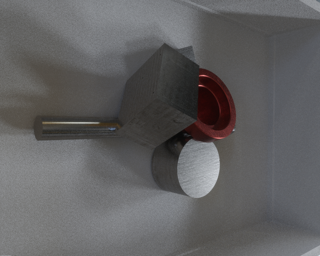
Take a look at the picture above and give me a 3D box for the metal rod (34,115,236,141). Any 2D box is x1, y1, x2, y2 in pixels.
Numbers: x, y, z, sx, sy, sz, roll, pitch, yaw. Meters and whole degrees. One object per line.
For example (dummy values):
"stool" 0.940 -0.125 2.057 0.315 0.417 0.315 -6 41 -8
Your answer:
"metal rod" -0.004 -0.001 0.401 0.302 0.025 0.025 0 90 -40

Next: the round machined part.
"round machined part" 0.054 -0.027 0.416 0.099 0.042 0.098 16 63 -34

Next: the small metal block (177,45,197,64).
"small metal block" 0.025 -0.082 0.428 0.050 0.025 0.050 -27 107 -37

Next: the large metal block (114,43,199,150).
"large metal block" -0.002 -0.033 0.350 0.050 0.080 0.080 27 50 -26

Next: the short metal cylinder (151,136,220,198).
"short metal cylinder" 0.035 0.050 0.419 0.081 0.050 0.079 0 90 -40
